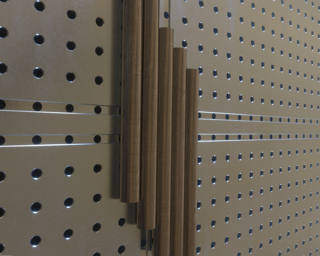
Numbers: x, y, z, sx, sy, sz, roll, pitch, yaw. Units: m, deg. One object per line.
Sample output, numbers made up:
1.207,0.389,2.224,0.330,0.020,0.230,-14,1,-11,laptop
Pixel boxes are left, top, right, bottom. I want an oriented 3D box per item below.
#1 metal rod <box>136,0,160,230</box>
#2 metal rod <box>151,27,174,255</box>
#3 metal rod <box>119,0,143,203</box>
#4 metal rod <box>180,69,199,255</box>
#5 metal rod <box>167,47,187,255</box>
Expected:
-0.015,-0.023,0.397,0.025,0.025,0.298,2,89,-40,metal rod
0.004,0.018,0.413,0.025,0.025,0.298,2,89,-40,metal rod
-0.035,-0.060,0.381,0.025,0.025,0.298,1,89,-40,metal rod
0.041,0.066,0.445,0.025,0.025,0.298,2,89,-40,metal rod
0.022,0.040,0.429,0.025,0.025,0.298,2,89,-40,metal rod
